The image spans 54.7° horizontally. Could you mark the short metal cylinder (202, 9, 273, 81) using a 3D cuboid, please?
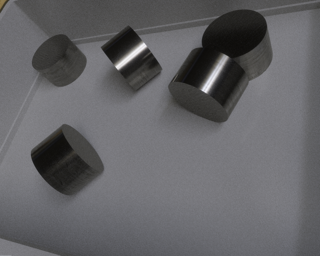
[{"bbox_3d":[0.101,-0.105,0.401,0.080,0.050,0.080,-13,56,21],"label":"short metal cylinder"}]

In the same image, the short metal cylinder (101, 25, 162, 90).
[{"bbox_3d":[-0.041,-0.102,0.455,0.050,0.080,0.080,-38,51,3],"label":"short metal cylinder"}]

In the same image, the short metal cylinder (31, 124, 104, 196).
[{"bbox_3d":[-0.120,0.041,0.409,0.050,0.080,0.080,-39,51,2],"label":"short metal cylinder"}]

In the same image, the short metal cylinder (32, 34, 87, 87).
[{"bbox_3d":[-0.181,-0.122,0.560,0.080,0.050,0.080,-13,56,21],"label":"short metal cylinder"}]

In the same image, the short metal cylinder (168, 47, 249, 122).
[{"bbox_3d":[0.057,-0.050,0.371,0.080,0.080,0.050,23,74,36],"label":"short metal cylinder"}]
